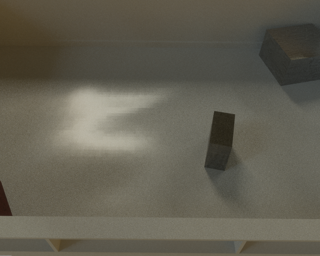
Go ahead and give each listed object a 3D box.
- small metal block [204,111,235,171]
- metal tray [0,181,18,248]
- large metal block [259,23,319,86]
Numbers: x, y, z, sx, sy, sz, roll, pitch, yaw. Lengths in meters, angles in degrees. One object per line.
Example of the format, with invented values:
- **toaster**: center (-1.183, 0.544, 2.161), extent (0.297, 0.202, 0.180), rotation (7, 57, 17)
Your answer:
- **small metal block**: center (0.072, 0.016, 0.376), extent (0.025, 0.050, 0.050), rotation (10, 51, 8)
- **metal tray**: center (-0.192, 0.052, 0.280), extent (0.030, 0.130, 0.090), rotation (-38, 48, -10)
- **large metal block**: center (0.217, -0.117, 0.490), extent (0.081, 0.050, 0.080), rotation (-10, 51, -9)
